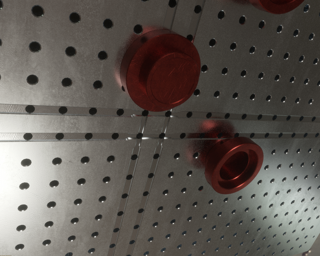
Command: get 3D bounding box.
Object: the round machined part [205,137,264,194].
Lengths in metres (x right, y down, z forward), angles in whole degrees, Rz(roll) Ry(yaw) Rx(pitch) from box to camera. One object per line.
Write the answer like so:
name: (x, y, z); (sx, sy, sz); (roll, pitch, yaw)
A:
round machined part: (0.114, 0.055, 0.499); (0.099, 0.042, 0.097); (-14, 125, -21)

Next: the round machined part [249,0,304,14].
round machined part: (0.136, -0.187, 0.361); (0.099, 0.042, 0.097); (-14, 124, -21)

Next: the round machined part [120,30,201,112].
round machined part: (0.007, -0.062, 0.367); (0.099, 0.042, 0.097); (-14, 125, -21)
